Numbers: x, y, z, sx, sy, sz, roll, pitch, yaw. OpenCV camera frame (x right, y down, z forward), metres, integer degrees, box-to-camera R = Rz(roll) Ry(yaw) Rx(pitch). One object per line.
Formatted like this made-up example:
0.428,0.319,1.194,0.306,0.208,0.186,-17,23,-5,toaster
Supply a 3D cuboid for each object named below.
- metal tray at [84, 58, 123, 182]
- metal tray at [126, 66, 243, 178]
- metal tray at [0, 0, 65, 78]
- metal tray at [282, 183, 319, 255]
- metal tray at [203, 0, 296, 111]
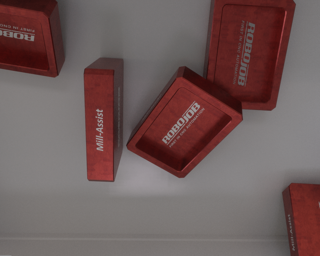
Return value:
-0.064,-0.013,0.371,0.030,0.090,0.129,3,110,-1,metal tray
0.027,-0.001,0.386,0.090,0.030,0.129,31,126,-11,metal tray
-0.179,-0.108,0.343,0.131,0.030,0.089,9,143,-4,metal tray
0.221,0.142,0.413,0.091,0.130,0.030,3,150,3,metal tray
0.102,-0.089,0.376,0.091,0.030,0.129,3,110,-2,metal tray
